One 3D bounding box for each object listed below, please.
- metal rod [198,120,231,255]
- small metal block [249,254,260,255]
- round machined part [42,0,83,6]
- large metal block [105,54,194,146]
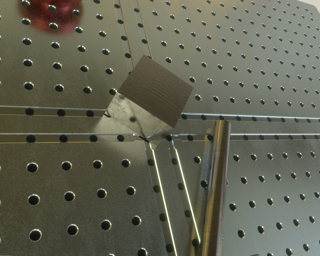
[{"bbox_3d":[0.064,0.114,0.375,0.025,0.025,0.300,24,53,-14],"label":"metal rod"},{"bbox_3d":[0.106,0.172,0.346,0.050,0.050,0.025,46,51,3],"label":"small metal block"},{"bbox_3d":[-0.150,-0.218,0.450,0.099,0.042,0.098,14,56,-21],"label":"round machined part"},{"bbox_3d":[-0.013,-0.037,0.409,0.080,0.050,0.080,33,51,-7],"label":"large metal block"}]
